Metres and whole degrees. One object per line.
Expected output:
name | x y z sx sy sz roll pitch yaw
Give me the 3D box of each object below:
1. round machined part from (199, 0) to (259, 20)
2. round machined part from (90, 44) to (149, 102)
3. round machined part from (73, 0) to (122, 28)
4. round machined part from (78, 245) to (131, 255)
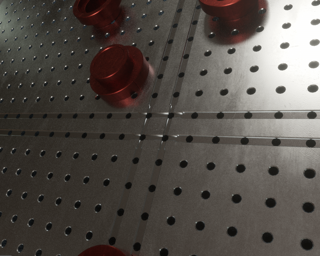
round machined part | 0.108 -0.202 0.464 0.098 0.042 0.098 -13 56 20
round machined part | -0.071 -0.093 0.490 0.098 0.042 0.098 -13 56 20
round machined part | -0.115 -0.234 0.599 0.098 0.042 0.098 -13 56 20
round machined part | -0.068 0.174 0.325 0.098 0.042 0.098 -13 56 20
